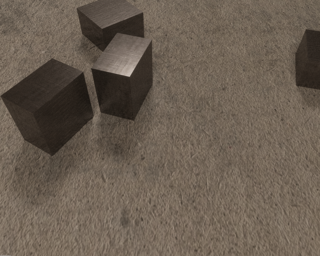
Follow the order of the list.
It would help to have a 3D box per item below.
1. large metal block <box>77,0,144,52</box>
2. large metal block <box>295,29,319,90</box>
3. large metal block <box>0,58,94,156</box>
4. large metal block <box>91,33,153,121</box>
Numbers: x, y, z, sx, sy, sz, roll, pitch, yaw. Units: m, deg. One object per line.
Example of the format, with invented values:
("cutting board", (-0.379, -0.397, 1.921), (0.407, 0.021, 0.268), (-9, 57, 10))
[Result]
("large metal block", (-0.085, -0.182, 0.539), (0.081, 0.050, 0.080), (-32, 57, -24))
("large metal block", (0.259, -0.103, 0.477), (0.080, 0.050, 0.080), (12, 51, 9))
("large metal block", (-0.135, -0.026, 0.388), (0.050, 0.080, 0.080), (25, 54, 19))
("large metal block", (-0.047, -0.070, 0.426), (0.050, 0.080, 0.080), (14, 52, 11))
